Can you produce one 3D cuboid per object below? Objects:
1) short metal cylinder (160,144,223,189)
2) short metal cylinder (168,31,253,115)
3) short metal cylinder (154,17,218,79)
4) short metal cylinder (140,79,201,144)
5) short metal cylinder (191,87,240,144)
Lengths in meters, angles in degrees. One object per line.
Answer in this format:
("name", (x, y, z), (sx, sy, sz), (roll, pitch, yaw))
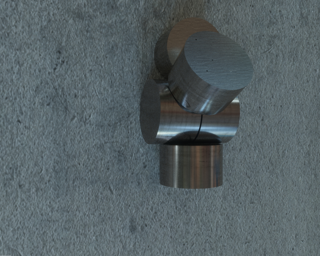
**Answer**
("short metal cylinder", (0.040, 0.045, 0.397), (0.081, 0.080, 0.050), (0, 90, -20))
("short metal cylinder", (0.055, -0.061, 0.348), (0.081, 0.050, 0.080), (10, 59, -16))
("short metal cylinder", (0.038, -0.099, 0.413), (0.081, 0.050, 0.079), (0, 90, -21))
("short metal cylinder", (0.010, -0.020, 0.386), (0.050, 0.080, 0.079), (1, 90, -21))
("short metal cylinder", (0.060, -0.019, 0.404), (0.050, 0.080, 0.079), (0, 90, -20))
